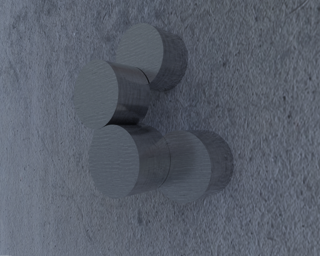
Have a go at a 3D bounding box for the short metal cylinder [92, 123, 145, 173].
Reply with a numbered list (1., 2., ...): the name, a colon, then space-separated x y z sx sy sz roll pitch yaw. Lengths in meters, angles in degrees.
1. short metal cylinder: -0.051 0.030 0.432 0.080 0.050 0.080 0 90 40

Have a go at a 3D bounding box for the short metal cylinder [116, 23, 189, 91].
1. short metal cylinder: -0.011 -0.088 0.399 0.080 0.050 0.080 0 90 40

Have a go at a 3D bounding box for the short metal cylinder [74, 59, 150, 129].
1. short metal cylinder: -0.058 -0.038 0.372 0.080 0.050 0.080 0 90 40

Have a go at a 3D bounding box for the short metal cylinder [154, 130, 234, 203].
1. short metal cylinder: 0.037 0.042 0.359 0.080 0.050 0.080 0 90 40

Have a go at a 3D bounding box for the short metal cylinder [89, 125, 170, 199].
1. short metal cylinder: -0.035 0.036 0.353 0.080 0.050 0.080 0 90 39
